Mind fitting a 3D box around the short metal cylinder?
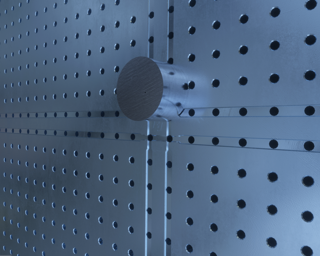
[{"bbox_3d":[-0.011,-0.049,0.403,0.080,0.050,0.080,0,90,40],"label":"short metal cylinder"}]
